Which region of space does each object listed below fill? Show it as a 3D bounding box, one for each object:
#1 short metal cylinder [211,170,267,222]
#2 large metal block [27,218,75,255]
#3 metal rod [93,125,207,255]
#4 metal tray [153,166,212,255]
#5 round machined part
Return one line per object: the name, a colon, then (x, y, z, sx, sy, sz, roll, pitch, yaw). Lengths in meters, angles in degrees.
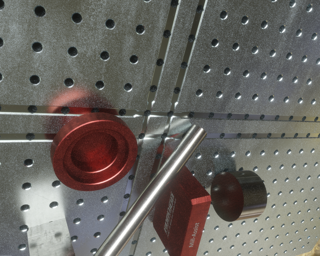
short metal cylinder: (0.129, 0.112, 0.515, 0.050, 0.080, 0.079, 1, 118, -29)
large metal block: (-0.141, 0.183, 0.412, 0.050, 0.080, 0.079, -10, 123, -23)
metal rod: (-0.033, 0.116, 0.403, 0.300, 0.025, 0.025, -51, 131, -17)
metal tray: (0.028, 0.127, 0.462, 0.030, 0.090, 0.129, -6, 121, -26)
round machined part: (-0.080, 0.024, 0.371, 0.099, 0.042, 0.097, -14, 124, -21)
